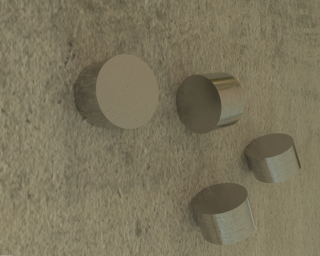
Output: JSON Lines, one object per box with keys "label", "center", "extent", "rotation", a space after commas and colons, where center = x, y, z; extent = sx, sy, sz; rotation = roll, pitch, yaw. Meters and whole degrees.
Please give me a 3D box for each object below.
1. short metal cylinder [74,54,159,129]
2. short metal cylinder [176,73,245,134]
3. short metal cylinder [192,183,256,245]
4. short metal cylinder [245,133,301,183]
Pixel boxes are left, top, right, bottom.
{"label": "short metal cylinder", "center": [-0.048, -0.039, 0.349], "extent": [0.081, 0.050, 0.079], "rotation": [0, 90, -40]}
{"label": "short metal cylinder", "center": [0.069, -0.036, 0.429], "extent": [0.050, 0.080, 0.079], "rotation": [-14, 99, -40]}
{"label": "short metal cylinder", "center": [0.092, 0.122, 0.449], "extent": [0.081, 0.080, 0.050], "rotation": [-30, 109, -36]}
{"label": "short metal cylinder", "center": [0.195, 0.051, 0.536], "extent": [0.080, 0.080, 0.050], "rotation": [-37, 113, -34]}
